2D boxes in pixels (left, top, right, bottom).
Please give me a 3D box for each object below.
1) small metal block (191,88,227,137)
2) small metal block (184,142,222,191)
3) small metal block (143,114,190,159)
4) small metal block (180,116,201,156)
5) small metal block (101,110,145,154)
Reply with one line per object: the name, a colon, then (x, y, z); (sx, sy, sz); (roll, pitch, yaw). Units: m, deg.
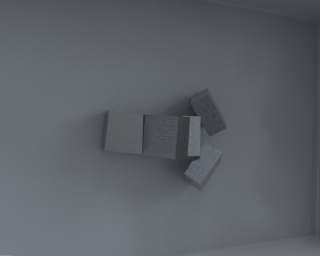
small metal block: (0.066, -0.023, 0.418); (0.025, 0.050, 0.050); (-28, 102, 15)
small metal block: (0.058, 0.053, 0.416); (0.025, 0.050, 0.050); (32, 76, 18)
small metal block: (0.007, 0.010, 0.380); (0.025, 0.050, 0.050); (1, 93, -52)
small metal block: (0.030, 0.010, 0.408); (0.025, 0.050, 0.050); (1, 90, -20)
small metal block: (-0.045, 0.005, 0.392); (0.050, 0.025, 0.050); (7, 88, -20)
